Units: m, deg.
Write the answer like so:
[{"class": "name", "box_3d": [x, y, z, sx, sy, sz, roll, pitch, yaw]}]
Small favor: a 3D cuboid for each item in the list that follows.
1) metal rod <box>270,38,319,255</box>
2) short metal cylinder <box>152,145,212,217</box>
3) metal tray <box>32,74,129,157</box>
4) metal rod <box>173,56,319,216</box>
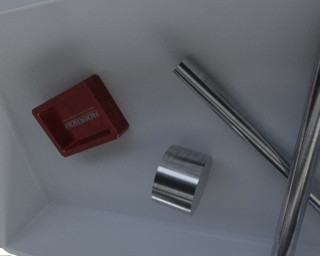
[{"class": "metal rod", "box_3d": [0.151, 0.042, 0.326, 0.025, 0.025, 0.298, 12, 115, 21]}, {"class": "short metal cylinder", "box_3d": [0.030, 0.066, 0.397, 0.050, 0.080, 0.079, 17, 125, 18]}, {"class": "metal tray", "box_3d": [-0.120, -0.013, 0.458, 0.130, 0.030, 0.090, -19, 109, 35]}, {"class": "metal rod", "box_3d": [0.131, 0.031, 0.358, 0.300, 0.025, 0.025, 44, 129, -3]}]
